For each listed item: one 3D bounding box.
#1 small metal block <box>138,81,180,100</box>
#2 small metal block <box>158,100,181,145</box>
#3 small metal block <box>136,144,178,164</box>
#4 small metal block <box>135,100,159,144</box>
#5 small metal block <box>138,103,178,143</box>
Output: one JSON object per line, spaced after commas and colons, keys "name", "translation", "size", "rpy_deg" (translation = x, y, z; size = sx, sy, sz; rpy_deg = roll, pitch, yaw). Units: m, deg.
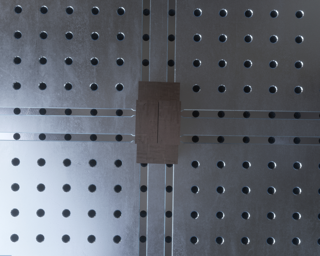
{"name": "small metal block", "translation": [-0.001, -0.044, 0.400], "size": [0.050, 0.050, 0.025], "rpy_deg": [2, 90, 0]}
{"name": "small metal block", "translation": [0.011, -0.006, 0.376], "size": [0.025, 0.050, 0.050], "rpy_deg": [2, 90, 1]}
{"name": "small metal block", "translation": [-0.003, 0.031, 0.400], "size": [0.050, 0.050, 0.025], "rpy_deg": [2, 90, 0]}
{"name": "small metal block", "translation": [-0.015, -0.007, 0.375], "size": [0.025, 0.050, 0.050], "rpy_deg": [2, 90, 0]}
{"name": "small metal block", "translation": [-0.003, -0.007, 0.413], "size": [0.050, 0.025, 0.050], "rpy_deg": [2, 90, 1]}
